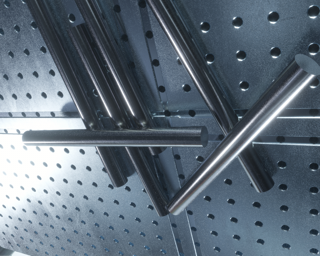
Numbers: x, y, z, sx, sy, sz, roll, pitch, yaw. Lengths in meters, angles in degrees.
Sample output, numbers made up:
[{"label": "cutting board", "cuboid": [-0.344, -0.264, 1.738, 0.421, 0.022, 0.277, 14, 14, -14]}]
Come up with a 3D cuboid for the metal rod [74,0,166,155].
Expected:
[{"label": "metal rod", "cuboid": [-0.062, -0.097, 0.384, 0.025, 0.025, 0.299, -12, 112, 33]}]

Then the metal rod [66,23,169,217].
[{"label": "metal rod", "cuboid": [-0.049, 0.002, 0.438, 0.025, 0.025, 0.299, -11, 113, 33]}]

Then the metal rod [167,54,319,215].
[{"label": "metal rod", "cuboid": [0.072, 0.035, 0.365, 0.025, 0.025, 0.298, 35, 138, 5]}]

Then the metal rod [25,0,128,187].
[{"label": "metal rod", "cuboid": [-0.112, -0.042, 0.445, 0.025, 0.025, 0.299, -7, 115, 31]}]

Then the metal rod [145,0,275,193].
[{"label": "metal rod", "cuboid": [0.053, -0.051, 0.352, 0.025, 0.025, 0.299, -22, 107, 36]}]

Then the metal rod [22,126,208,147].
[{"label": "metal rod", "cuboid": [-0.080, 0.013, 0.428, 0.300, 0.025, 0.025, -1, 118, 29]}]
